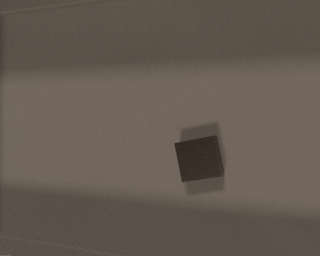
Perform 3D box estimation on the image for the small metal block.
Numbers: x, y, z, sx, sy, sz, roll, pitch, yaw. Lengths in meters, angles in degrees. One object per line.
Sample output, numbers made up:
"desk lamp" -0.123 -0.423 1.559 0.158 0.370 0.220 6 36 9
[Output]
"small metal block" 0.050 0.039 0.392 0.050 0.025 0.050 -12 86 19
